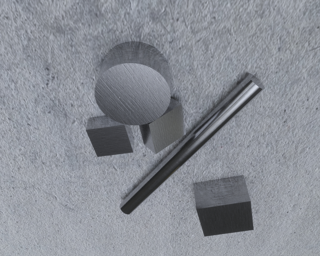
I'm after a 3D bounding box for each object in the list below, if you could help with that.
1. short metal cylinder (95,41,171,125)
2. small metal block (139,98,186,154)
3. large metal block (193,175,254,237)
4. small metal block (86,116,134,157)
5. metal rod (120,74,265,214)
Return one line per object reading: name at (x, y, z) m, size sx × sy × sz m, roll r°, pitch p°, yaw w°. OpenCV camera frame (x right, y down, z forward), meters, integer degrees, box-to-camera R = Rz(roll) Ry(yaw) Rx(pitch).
short metal cylinder at (-0.029, -0.049, 0.348) m, size 0.081 × 0.050 × 0.079 m, roll 0°, pitch 130°, yaw 0°
small metal block at (0.003, -0.004, 0.388) m, size 0.050 × 0.025 × 0.050 m, roll -33°, pitch 135°, yaw -23°
large metal block at (0.103, 0.127, 0.501) m, size 0.080 × 0.050 × 0.080 m, roll -11°, pitch 130°, yaw 9°
small metal block at (-0.065, 0.010, 0.415) m, size 0.050 × 0.025 × 0.050 m, roll -8°, pitch 130°, yaw 6°
metal rod at (0.028, 0.040, 0.441) m, size 0.025 × 0.025 × 0.298 m, roll 28°, pitch 125°, yaw -22°
